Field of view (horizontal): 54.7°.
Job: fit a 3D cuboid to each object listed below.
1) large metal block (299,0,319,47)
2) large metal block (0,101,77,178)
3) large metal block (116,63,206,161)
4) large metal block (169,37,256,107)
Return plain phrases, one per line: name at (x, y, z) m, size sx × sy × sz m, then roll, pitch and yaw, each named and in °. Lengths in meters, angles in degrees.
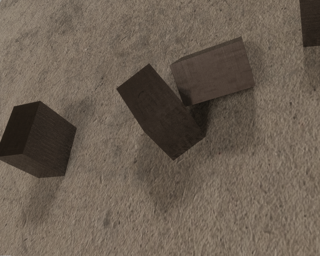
large metal block at (0.204, -0.141, 0.348) m, size 0.080 × 0.080 × 0.050 m, roll 1°, pitch 63°, yaw 28°
large metal block at (-0.174, 0.019, 0.446) m, size 0.050 × 0.080 × 0.080 m, roll -8°, pitch 58°, yaw 24°
large metal block at (0.002, -0.018, 0.378) m, size 0.050 × 0.080 × 0.080 m, roll -38°, pitch 51°, yaw 3°
large metal block at (0.065, -0.069, 0.370) m, size 0.080 × 0.050 × 0.080 m, roll -16°, pitch 14°, yaw 18°
